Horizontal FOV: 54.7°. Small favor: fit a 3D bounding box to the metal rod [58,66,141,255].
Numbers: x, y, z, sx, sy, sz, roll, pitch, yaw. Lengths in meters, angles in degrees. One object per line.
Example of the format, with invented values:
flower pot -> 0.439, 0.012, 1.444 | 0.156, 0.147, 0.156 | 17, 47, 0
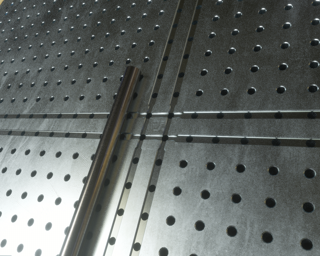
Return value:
metal rod -> -0.077, 0.043, 0.420 | 0.025, 0.025, 0.300 | 1, 62, 28
